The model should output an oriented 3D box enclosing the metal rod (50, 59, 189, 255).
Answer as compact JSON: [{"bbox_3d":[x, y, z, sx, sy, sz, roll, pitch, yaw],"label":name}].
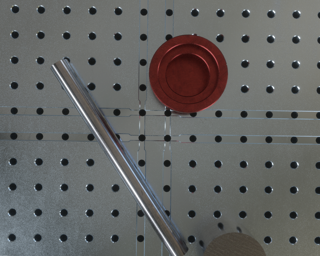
[{"bbox_3d":[-0.053,0.041,0.412,0.025,0.025,0.299,-33,90,0],"label":"metal rod"}]

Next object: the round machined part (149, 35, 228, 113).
[{"bbox_3d":[0.036,-0.068,0.405,0.099,0.042,0.097,0,90,-1],"label":"round machined part"}]

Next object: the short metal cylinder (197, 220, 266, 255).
[{"bbox_3d":[0.091,0.167,0.402,0.081,0.050,0.079,0,90,-1],"label":"short metal cylinder"}]
